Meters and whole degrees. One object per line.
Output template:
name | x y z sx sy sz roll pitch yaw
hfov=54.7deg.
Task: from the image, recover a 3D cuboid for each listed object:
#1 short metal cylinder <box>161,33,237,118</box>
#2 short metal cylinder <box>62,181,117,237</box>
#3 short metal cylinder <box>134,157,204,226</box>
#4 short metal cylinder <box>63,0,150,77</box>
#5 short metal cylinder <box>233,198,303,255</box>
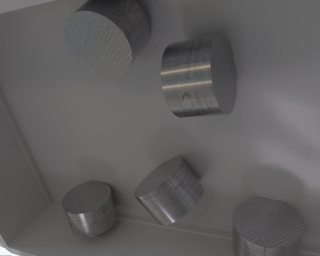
short metal cylinder | 0.043 -0.052 0.319 0.050 0.080 0.080 -4 117 30
short metal cylinder | -0.116 0.133 0.517 0.080 0.080 0.050 5 121 26
short metal cylinder | 0.012 0.084 0.419 0.080 0.080 0.050 -32 101 38
short metal cylinder | -0.058 -0.104 0.346 0.080 0.050 0.080 15 140 13
short metal cylinder | 0.132 0.134 0.386 0.080 0.080 0.050 8 122 24
